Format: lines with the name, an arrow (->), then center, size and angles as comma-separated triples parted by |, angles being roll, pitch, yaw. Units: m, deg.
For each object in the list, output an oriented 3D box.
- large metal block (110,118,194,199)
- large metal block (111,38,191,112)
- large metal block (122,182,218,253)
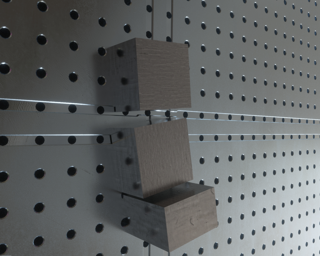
large metal block -> -0.009, 0.033, 0.385 | 0.081, 0.050, 0.080 | -12, 98, -39
large metal block -> -0.009, -0.062, 0.384 | 0.081, 0.050, 0.080 | -6, 94, -40
large metal block -> 0.012, 0.102, 0.383 | 0.081, 0.080, 0.050 | -11, 97, -39
